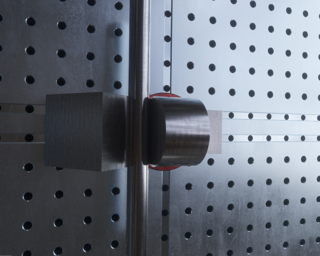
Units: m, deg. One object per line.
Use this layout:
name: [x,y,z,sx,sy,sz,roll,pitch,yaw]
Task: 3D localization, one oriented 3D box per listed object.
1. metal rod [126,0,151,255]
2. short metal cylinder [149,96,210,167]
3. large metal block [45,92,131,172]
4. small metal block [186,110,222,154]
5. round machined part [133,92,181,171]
metal rod: [-0.025,-0.003,0.360,0.025,0.025,0.298,1,90,-20]
short metal cylinder: [0.016,0.004,0.358,0.050,0.080,0.079,1,90,-20]
large metal block: [-0.081,0.003,0.348,0.050,0.080,0.079,1,90,-62]
small metal block: [0.051,0.004,0.374,0.025,0.050,0.050,1,90,-20]
round machined part: [0.000,0.004,0.403,0.099,0.042,0.097,0,90,-21]
